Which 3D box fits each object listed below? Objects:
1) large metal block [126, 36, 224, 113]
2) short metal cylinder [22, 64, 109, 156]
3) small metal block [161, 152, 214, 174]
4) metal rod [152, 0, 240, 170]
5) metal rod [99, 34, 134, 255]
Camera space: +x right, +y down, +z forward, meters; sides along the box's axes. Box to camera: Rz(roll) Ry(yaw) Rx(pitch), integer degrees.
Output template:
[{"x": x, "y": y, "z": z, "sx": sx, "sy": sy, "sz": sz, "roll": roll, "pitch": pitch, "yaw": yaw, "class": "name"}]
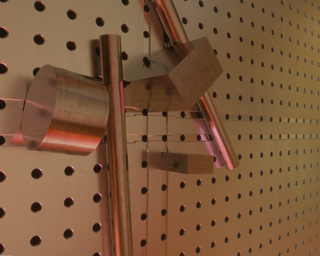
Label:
[{"x": 0.019, "y": -0.065, "z": 0.391, "sx": 0.080, "sy": 0.080, "sz": 0.050, "roll": -48, "pitch": 119, "yaw": -29, "class": "large metal block"}, {"x": -0.092, "y": -0.015, "z": 0.297, "sx": 0.050, "sy": 0.080, "sz": 0.080, "roll": 13, "pitch": 82, "yaw": -40, "class": "short metal cylinder"}, {"x": 0.038, "y": 0.048, "z": 0.427, "sx": 0.050, "sy": 0.050, "sz": 0.025, "roll": 6, "pitch": 86, "yaw": -40, "class": "small metal block"}, {"x": 0.057, "y": -0.063, "z": 0.459, "sx": 0.025, "sy": 0.025, "sz": 0.299, "roll": -41, "pitch": 115, "yaw": -32, "class": "metal rod"}, {"x": -0.050, "y": 0.042, "z": 0.368, "sx": 0.025, "sy": 0.025, "sz": 0.298, "roll": -5, "pitch": 94, "yaw": -40, "class": "metal rod"}]
